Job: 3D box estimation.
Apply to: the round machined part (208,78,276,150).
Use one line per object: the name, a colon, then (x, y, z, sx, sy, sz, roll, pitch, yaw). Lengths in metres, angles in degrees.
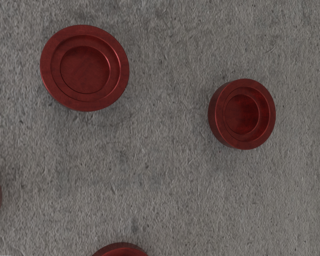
round machined part: (0.111, -0.019, 0.441, 0.099, 0.042, 0.097, 0, 90, -20)

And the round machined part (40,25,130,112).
round machined part: (-0.089, -0.067, 0.367, 0.099, 0.042, 0.097, 0, 90, -20)

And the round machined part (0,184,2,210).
round machined part: (-0.218, 0.075, 0.320, 0.099, 0.042, 0.097, 0, 90, -20)

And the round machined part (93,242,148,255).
round machined part: (-0.048, 0.198, 0.382, 0.099, 0.042, 0.097, 0, 90, -20)
